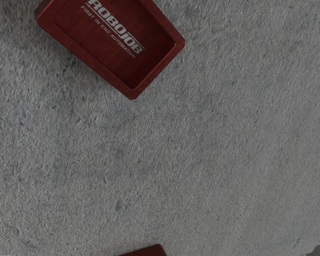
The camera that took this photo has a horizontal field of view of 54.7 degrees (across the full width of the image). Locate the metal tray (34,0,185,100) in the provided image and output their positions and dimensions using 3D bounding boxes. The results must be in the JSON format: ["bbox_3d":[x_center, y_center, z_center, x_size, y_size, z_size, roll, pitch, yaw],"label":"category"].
[{"bbox_3d":[-0.045,-0.100,0.316,0.090,0.030,0.130,-47,129,5],"label":"metal tray"}]

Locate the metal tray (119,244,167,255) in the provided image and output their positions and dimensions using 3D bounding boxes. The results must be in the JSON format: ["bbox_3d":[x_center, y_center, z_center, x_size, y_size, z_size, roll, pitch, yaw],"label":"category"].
[{"bbox_3d":[-0.039,0.272,0.550,0.091,0.030,0.129,-7,122,-25],"label":"metal tray"}]
